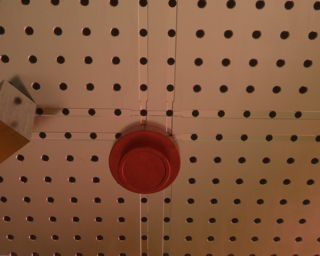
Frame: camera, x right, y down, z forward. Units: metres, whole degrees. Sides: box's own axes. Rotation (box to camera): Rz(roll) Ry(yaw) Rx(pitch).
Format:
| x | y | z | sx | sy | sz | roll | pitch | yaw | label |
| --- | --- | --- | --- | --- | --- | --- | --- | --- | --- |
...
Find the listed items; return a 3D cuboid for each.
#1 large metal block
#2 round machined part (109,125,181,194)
| x | y | z | sx | sy | sz | roll | pitch | yaw | label |
| --- | --- | --- | --- | --- | --- | --- | --- | --- | --- |
| -0.202 | 0.000 | 0.374 | 0.080 | 0.080 | 0.050 | -35 | 127 | 10 | large metal block |
| -0.021 | 0.049 | 0.422 | 0.099 | 0.042 | 0.097 | 0 | 110 | 0 | round machined part |
